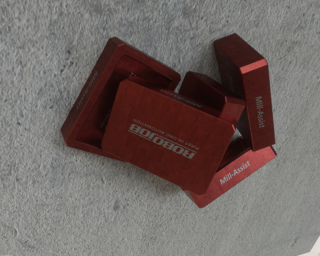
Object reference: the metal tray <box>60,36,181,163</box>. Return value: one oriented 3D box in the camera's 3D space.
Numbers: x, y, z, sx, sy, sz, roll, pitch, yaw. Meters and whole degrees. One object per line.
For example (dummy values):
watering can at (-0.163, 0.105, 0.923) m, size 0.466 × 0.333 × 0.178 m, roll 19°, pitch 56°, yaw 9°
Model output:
metal tray at (-0.046, -0.028, 0.364) m, size 0.091 × 0.030 × 0.129 m, roll 22°, pitch 107°, yaw -37°

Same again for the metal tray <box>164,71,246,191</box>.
metal tray at (0.045, 0.004, 0.395) m, size 0.030 × 0.090 × 0.129 m, roll 7°, pitch 116°, yaw -32°

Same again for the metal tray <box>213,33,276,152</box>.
metal tray at (0.109, -0.044, 0.397) m, size 0.030 × 0.090 × 0.129 m, roll -21°, pitch 128°, yaw 1°

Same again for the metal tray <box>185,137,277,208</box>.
metal tray at (0.094, 0.059, 0.456) m, size 0.130 × 0.090 × 0.030 m, roll -33°, pitch 94°, yaw -7°

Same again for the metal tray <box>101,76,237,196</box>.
metal tray at (0.007, 0.007, 0.345) m, size 0.130 × 0.030 × 0.089 m, roll 24°, pitch 112°, yaw 9°
